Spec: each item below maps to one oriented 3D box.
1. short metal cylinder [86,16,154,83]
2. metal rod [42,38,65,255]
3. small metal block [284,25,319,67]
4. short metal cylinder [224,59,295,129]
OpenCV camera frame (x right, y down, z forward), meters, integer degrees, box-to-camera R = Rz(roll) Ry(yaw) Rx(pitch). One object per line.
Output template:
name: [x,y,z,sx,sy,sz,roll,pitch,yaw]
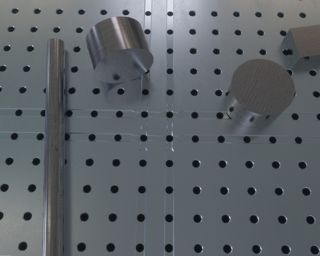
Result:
short metal cylinder: [-0.055,-0.103,0.420,0.081,0.080,0.050,-17,71,-6]
metal rod: [-0.137,0.015,0.404,0.025,0.025,0.299,-6,70,-2]
small metal block: [0.219,-0.122,0.458,0.050,0.025,0.050,-9,70,-3]
short metal cylinder: [0.131,-0.045,0.416,0.081,0.050,0.080,0,70,0]
